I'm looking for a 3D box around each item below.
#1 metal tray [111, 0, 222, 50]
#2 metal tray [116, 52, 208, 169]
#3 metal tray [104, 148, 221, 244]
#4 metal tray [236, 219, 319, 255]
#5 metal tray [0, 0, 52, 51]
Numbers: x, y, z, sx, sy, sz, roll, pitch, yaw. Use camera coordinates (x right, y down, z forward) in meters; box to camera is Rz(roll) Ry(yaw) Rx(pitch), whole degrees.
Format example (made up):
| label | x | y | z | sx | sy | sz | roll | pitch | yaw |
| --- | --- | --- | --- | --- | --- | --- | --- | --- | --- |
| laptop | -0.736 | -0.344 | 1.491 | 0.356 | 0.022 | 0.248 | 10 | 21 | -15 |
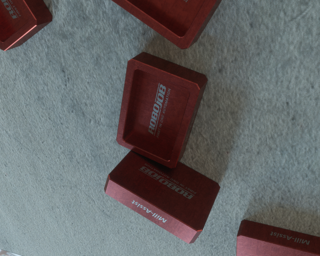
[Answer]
| label | x | y | z | sx | sy | sz | roll | pitch | yaw |
| --- | --- | --- | --- | --- | --- | --- | --- | --- | --- |
| metal tray | -0.001 | -0.152 | 0.308 | 0.130 | 0.030 | 0.089 | 36 | 129 | 3 |
| metal tray | -0.003 | -0.019 | 0.391 | 0.090 | 0.030 | 0.129 | 24 | 127 | 13 |
| metal tray | 0.005 | 0.080 | 0.409 | 0.130 | 0.090 | 0.030 | 29 | 128 | 9 |
| metal tray | 0.174 | 0.182 | 0.425 | 0.130 | 0.030 | 0.089 | 8 | 122 | 24 |
| metal tray | -0.210 | -0.178 | 0.401 | 0.090 | 0.030 | 0.130 | -19 | 109 | 35 |
